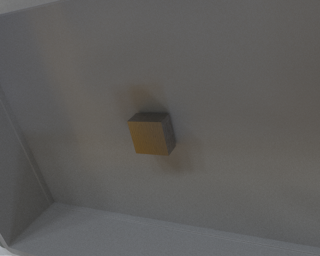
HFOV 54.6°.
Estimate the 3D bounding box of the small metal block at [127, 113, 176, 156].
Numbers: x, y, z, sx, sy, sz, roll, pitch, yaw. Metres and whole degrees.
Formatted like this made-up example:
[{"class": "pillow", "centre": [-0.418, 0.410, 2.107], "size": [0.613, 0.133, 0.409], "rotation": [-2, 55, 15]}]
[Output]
[{"class": "small metal block", "centre": [-0.010, 0.008, 0.415], "size": [0.050, 0.025, 0.050], "rotation": [2, 120, 28]}]
